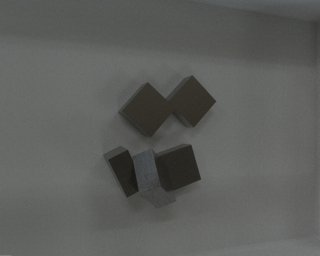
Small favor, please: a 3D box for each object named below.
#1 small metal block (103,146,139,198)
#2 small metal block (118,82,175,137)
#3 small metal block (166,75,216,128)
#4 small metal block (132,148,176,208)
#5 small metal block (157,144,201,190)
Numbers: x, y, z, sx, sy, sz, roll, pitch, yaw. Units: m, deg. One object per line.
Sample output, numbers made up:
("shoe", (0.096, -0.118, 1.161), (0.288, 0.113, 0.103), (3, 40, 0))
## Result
("small metal block", (-0.045, 0.052, 0.380), (0.025, 0.050, 0.050), (-27, 99, -15))
("small metal block", (-0.018, -0.023, 0.404), (0.050, 0.025, 0.050), (43, 77, -15))
("small metal block", (0.040, -0.036, 0.425), (0.050, 0.025, 0.050), (45, 76, -15))
("small metal block", (-0.006, 0.060, 0.364), (0.025, 0.050, 0.050), (-23, 143, 10))
("small metal block", (0.022, 0.053, 0.419), (0.050, 0.025, 0.050), (-18, 96, -19))
